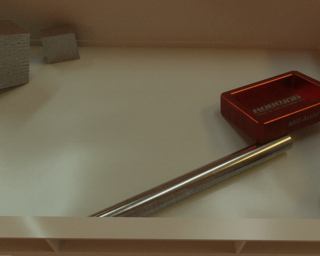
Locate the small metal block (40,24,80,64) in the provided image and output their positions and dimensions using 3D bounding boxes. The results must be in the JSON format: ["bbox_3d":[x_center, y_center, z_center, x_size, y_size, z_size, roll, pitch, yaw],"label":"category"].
[{"bbox_3d":[-0.161,-0.135,0.500,0.050,0.050,0.025,-13,52,-11],"label":"small metal block"}]

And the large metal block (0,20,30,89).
[{"bbox_3d":[-0.236,-0.102,0.437,0.050,0.079,0.081,34,36,25],"label":"large metal block"}]

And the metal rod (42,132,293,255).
[{"bbox_3d":[0.024,0.067,0.348,0.302,0.025,0.025,-21,53,-17],"label":"metal rod"}]

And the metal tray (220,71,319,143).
[{"bbox_3d":[0.159,-0.033,0.415,0.131,0.030,0.090,-18,36,-15],"label":"metal tray"}]
